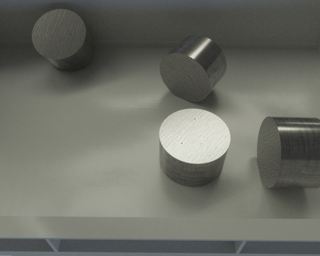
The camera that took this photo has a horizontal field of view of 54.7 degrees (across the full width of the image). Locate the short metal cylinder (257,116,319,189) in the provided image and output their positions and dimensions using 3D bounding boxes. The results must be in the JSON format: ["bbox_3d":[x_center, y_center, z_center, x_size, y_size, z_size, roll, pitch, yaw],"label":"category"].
[{"bbox_3d":[0.147,0.027,0.348,0.050,0.080,0.080,1,50,1],"label":"short metal cylinder"}]

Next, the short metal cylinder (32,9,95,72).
[{"bbox_3d":[-0.147,-0.134,0.478,0.080,0.050,0.080,0,80,3],"label":"short metal cylinder"}]

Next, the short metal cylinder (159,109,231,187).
[{"bbox_3d":[0.039,0.023,0.370,0.081,0.050,0.080,0,50,0],"label":"short metal cylinder"}]

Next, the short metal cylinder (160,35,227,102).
[{"bbox_3d":[0.047,-0.084,0.441,0.080,0.080,0.050,27,55,20],"label":"short metal cylinder"}]
